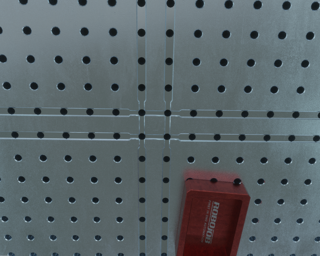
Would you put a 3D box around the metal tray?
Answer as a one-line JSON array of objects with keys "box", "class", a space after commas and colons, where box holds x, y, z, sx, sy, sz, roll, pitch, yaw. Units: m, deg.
[{"box": [0.075, 0.144, 0.464, 0.091, 0.030, 0.129, 6, 110, -3], "class": "metal tray"}]
